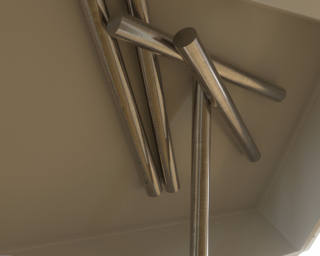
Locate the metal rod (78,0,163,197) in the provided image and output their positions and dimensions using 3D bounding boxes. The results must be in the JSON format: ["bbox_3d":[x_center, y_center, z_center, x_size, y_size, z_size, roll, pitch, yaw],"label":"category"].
[{"bbox_3d":[-0.039,-0.022,0.374,0.025,0.025,0.298,-25,128,-13],"label":"metal rod"}]

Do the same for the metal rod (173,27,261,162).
[{"bbox_3d":[0.092,-0.020,0.413,0.025,0.025,0.300,-44,140,2],"label":"metal rod"}]

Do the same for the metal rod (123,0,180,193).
[{"bbox_3d":[-0.005,-0.028,0.390,0.025,0.025,0.298,-22,127,-15],"label":"metal rod"}]

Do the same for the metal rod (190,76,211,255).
[{"bbox_3d":[0.053,0.082,0.411,0.025,0.025,0.298,-1,94,-28],"label":"metal rod"}]

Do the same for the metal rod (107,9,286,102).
[{"bbox_3d":[0.071,-0.075,0.383,0.302,0.025,0.025,11,113,-40],"label":"metal rod"}]
